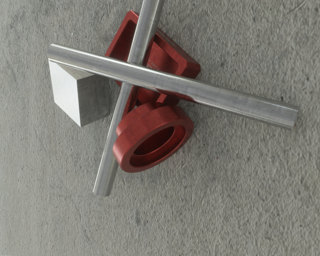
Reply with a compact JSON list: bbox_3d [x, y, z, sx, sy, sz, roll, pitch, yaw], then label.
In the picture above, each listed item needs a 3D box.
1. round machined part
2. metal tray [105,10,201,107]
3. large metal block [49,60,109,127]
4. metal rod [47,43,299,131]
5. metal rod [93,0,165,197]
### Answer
[{"bbox_3d":[-0.012,0.007,0.366,0.098,0.099,0.042,-50,61,28],"label":"round machined part"},{"bbox_3d":[-0.018,-0.084,0.414,0.130,0.030,0.089,49,119,28],"label":"metal tray"},{"bbox_3d":[-0.121,-0.061,0.467,0.080,0.050,0.079,38,138,33],"label":"large metal block"},{"bbox_3d":[-0.004,-0.053,0.350,0.301,0.025,0.025,18,102,20],"label":"metal rod"},{"bbox_3d":[-0.038,-0.049,0.394,0.025,0.025,0.298,27,107,36],"label":"metal rod"}]
